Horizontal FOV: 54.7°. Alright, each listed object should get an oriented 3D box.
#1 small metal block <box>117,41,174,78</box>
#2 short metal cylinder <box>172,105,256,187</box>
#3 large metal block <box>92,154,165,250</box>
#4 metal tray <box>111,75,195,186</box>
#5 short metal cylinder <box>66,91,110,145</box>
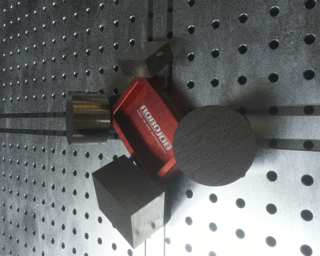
[{"bbox_3d":[-0.019,-0.090,0.405,0.050,0.050,0.025,12,135,39],"label":"small metal block"},{"bbox_3d":[0.058,0.017,0.325,0.080,0.050,0.079,0,90,13],"label":"short metal cylinder"},{"bbox_3d":[-0.041,0.095,0.404,0.080,0.050,0.079,38,144,33],"label":"large metal block"},{"bbox_3d":[-0.010,0.000,0.413,0.090,0.030,0.130,-49,61,29],"label":"metal tray"},{"bbox_3d":[-0.110,-0.015,0.465,0.080,0.050,0.079,180,90,-65],"label":"short metal cylinder"}]
